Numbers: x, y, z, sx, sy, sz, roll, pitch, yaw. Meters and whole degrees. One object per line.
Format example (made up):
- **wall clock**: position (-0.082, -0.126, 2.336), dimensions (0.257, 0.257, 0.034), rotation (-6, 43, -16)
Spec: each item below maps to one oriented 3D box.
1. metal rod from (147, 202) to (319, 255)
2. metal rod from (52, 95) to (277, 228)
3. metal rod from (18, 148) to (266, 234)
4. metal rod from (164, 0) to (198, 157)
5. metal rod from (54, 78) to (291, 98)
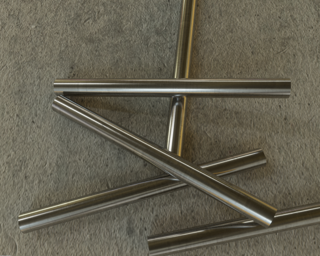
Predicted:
- **metal rod**: position (0.136, 0.112, 0.367), dimensions (0.302, 0.025, 0.025), rotation (-10, 71, -4)
- **metal rod**: position (-0.009, 0.031, 0.375), dimensions (0.301, 0.025, 0.025), rotation (27, 72, 17)
- **metal rod**: position (-0.016, 0.075, 0.380), dimensions (0.302, 0.025, 0.025), rotation (-14, 71, -6)
- **metal rod**: position (0.033, -0.097, 0.443), dimensions (0.025, 0.025, 0.299), rotation (6, 70, 2)
- **metal rod**: position (0.008, -0.052, 0.402), dimensions (0.301, 0.025, 0.025), rotation (2, 70, 10)
